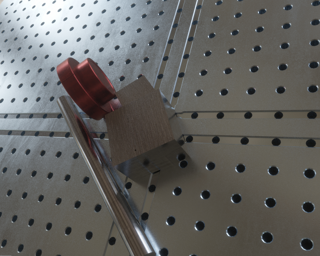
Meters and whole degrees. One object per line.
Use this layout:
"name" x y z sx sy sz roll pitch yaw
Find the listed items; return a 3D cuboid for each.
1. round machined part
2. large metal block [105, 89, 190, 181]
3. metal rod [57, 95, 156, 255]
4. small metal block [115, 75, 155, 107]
"round machined part" -0.100 -0.063 0.450 0.042 0.098 0.098 -34 52 6
"large metal block" -0.018 0.009 0.394 0.080 0.050 0.080 -25 53 12
"metal rod" -0.087 0.048 0.422 0.025 0.025 0.300 -39 51 1
"small metal block" -0.030 -0.041 0.444 0.050 0.025 0.050 -32 52 -2
